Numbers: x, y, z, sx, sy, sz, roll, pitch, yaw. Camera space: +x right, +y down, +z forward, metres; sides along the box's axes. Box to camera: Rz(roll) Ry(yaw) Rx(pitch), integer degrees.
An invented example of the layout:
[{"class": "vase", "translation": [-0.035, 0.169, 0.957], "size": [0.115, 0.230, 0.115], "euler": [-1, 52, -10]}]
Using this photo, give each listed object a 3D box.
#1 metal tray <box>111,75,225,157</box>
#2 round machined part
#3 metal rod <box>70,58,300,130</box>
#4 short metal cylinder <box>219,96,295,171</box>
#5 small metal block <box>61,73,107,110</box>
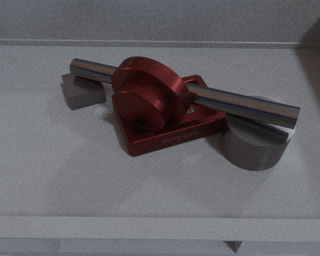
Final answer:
[{"class": "metal tray", "translation": [0.010, -0.021, 0.416], "size": [0.131, 0.030, 0.090], "euler": [-15, 52, -13]}, {"class": "round machined part", "translation": [-0.016, -0.033, 0.367], "size": [0.098, 0.098, 0.042], "euler": [22, 61, 17]}, {"class": "metal rod", "translation": [0.015, -0.049, 0.391], "size": [0.301, 0.025, 0.025], "euler": [16, 52, 20]}, {"class": "short metal cylinder", "translation": [0.118, 0.006, 0.384], "size": [0.081, 0.050, 0.080], "euler": [0, 50, 0]}, {"class": "small metal block", "translation": [-0.111, -0.058, 0.450], "size": [0.050, 0.025, 0.050], "euler": [-17, 52, -15]}]
